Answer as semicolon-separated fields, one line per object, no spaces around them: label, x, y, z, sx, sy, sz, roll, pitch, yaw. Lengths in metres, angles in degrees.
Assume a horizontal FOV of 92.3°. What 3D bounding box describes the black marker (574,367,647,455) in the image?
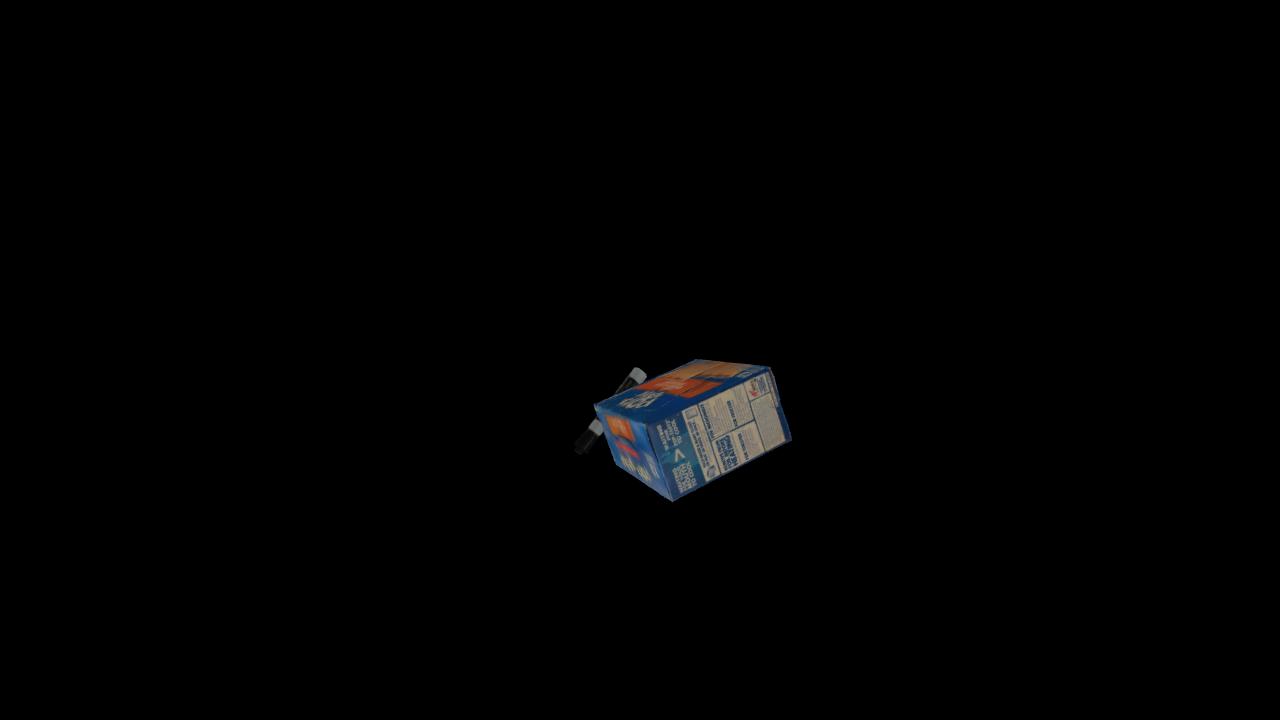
black marker;-0.034;0.059;0.706;0.020;0.121;0.020;33;-20;14

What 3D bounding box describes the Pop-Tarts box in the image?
Pop-Tarts box;0.048;0.063;0.647;0.141;0.083;0.167;-23;10;-17
